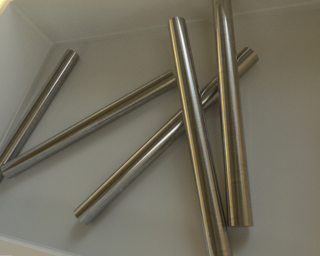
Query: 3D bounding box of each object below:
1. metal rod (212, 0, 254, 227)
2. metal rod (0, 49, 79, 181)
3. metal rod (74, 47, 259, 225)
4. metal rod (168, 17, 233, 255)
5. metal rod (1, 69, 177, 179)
[{"bbox_3d":[0.081,-0.041,0.361,0.025,0.025,0.299,-9,66,23],"label":"metal rod"},{"bbox_3d":[-0.223,-0.009,0.525,0.025,0.025,0.300,14,69,33],"label":"metal rod"},{"bbox_3d":[0.010,0.008,0.394,0.300,0.025,0.025,-44,51,-3],"label":"metal rod"},{"bbox_3d":[0.040,-0.009,0.361,0.025,0.025,0.299,-16,64,18],"label":"metal rod"},{"bbox_3d":[-0.109,-0.002,0.462,0.301,0.025,0.025,-28,52,9],"label":"metal rod"}]
